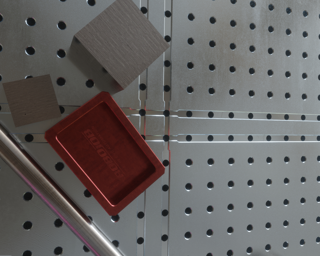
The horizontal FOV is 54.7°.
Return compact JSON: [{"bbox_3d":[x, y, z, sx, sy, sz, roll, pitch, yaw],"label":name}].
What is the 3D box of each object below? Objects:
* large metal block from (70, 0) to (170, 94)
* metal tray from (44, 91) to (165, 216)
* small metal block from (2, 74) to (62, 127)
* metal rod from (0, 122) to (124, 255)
[{"bbox_3d":[-0.049,-0.101,0.382,0.080,0.050,0.080,-46,105,-14],"label":"large metal block"},{"bbox_3d":[-0.066,0.031,0.386,0.090,0.030,0.130,-40,103,-16],"label":"metal tray"},{"bbox_3d":[-0.147,-0.031,0.359,0.050,0.025,0.050,-16,96,-20],"label":"small metal block"},{"bbox_3d":[-0.100,0.113,0.376,0.025,0.025,0.300,-42,104,-15],"label":"metal rod"}]
